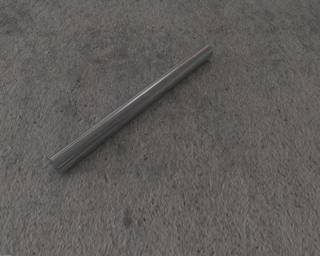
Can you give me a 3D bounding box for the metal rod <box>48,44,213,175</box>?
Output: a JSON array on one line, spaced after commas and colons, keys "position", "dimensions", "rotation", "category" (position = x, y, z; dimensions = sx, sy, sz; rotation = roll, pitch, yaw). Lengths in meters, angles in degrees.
[{"position": [-0.023, -0.041, 0.437], "dimensions": [0.025, 0.025, 0.301], "rotation": [34, 58, 25], "category": "metal rod"}]
